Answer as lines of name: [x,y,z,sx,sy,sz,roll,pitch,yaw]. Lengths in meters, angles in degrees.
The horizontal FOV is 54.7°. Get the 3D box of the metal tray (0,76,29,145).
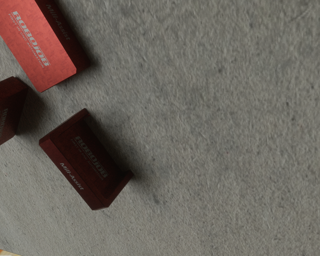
metal tray: [-0.266,-0.013,0.493,0.030,0.090,0.129,38,129,2]

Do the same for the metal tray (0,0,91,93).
metal tray: [-0.162,-0.121,0.412,0.090,0.030,0.130,-18,109,34]

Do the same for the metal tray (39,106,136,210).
metal tray: [-0.102,0.044,0.458,0.030,0.090,0.130,-24,107,37]
